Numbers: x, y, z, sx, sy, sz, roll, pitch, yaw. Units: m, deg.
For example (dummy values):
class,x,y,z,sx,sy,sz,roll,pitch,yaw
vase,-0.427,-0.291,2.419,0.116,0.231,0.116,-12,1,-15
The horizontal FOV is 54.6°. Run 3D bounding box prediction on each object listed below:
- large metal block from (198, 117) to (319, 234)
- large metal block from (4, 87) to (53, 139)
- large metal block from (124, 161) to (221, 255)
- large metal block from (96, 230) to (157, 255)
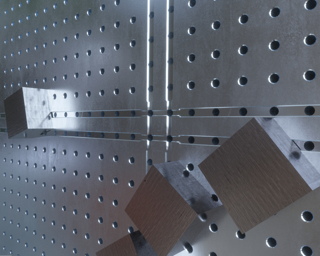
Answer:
class,x,y,z,sx,sy,sz,roll,pitch,yaw
large metal block,0.099,0.046,0.312,0.080,0.050,0.080,-47,62,30
large metal block,-0.260,-0.027,0.610,0.080,0.050,0.080,-19,78,38
large metal block,0.013,0.099,0.383,0.080,0.050,0.080,45,117,30
large metal block,-0.032,0.189,0.421,0.080,0.050,0.080,-39,66,33
